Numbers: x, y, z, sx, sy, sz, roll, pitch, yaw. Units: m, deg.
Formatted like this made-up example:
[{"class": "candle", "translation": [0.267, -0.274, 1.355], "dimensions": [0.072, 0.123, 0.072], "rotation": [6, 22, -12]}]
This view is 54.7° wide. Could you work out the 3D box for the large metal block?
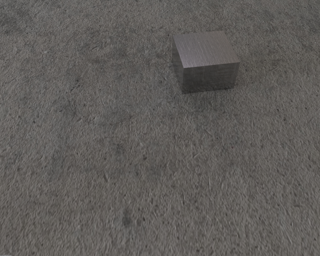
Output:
[{"class": "large metal block", "translation": [0.066, -0.101, 0.472], "dimensions": [0.081, 0.050, 0.080], "rotation": [-7, 50, -6]}]
